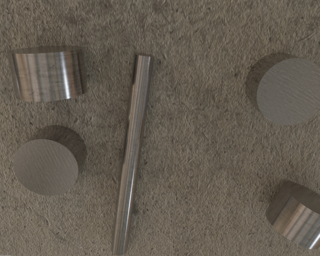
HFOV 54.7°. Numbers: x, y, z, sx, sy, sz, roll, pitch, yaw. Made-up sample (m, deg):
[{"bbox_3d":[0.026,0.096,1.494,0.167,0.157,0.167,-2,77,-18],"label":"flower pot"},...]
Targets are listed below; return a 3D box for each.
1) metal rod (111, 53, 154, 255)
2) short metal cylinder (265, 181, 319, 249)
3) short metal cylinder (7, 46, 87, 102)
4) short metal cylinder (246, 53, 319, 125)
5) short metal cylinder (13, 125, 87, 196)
[{"bbox_3d":[-0.041,0.049,0.427,0.025,0.025,0.298,8,110,-3],"label":"metal rod"},{"bbox_3d":[0.195,0.118,0.426,0.080,0.080,0.050,22,109,-8],"label":"short metal cylinder"},{"bbox_3d":[-0.127,-0.065,0.355,0.080,0.080,0.050,-2,110,0],"label":"short metal cylinder"},{"bbox_3d":[0.152,-0.049,0.380,0.081,0.050,0.079,0,110,0],"label":"short metal cylinder"},{"bbox_3d":[-0.143,0.042,0.411,0.081,0.050,0.079,0,110,0],"label":"short metal cylinder"}]
